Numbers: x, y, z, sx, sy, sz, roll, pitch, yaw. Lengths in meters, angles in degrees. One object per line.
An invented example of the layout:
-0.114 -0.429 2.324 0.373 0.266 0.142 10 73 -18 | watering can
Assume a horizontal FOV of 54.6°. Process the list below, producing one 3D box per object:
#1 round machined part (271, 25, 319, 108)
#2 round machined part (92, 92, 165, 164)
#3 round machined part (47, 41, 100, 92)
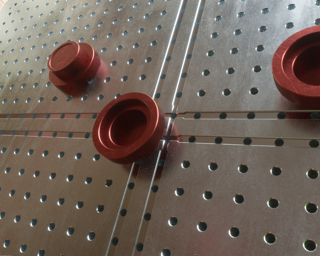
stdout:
0.178 -0.063 0.343 0.098 0.042 0.098 -13 56 21 | round machined part
-0.038 0.004 0.416 0.098 0.042 0.098 -13 56 21 | round machined part
-0.160 -0.116 0.554 0.098 0.042 0.098 -13 56 21 | round machined part
